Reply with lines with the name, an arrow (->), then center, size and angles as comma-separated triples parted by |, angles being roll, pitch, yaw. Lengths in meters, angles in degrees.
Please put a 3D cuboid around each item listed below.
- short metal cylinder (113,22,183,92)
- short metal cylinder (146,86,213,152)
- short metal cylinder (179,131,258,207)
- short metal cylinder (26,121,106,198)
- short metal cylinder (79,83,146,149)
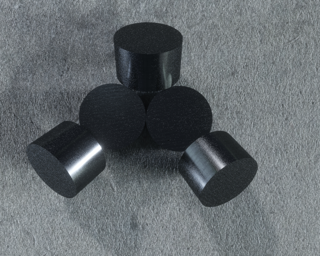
short metal cylinder -> -0.014, -0.088, 0.377 | 0.081, 0.080, 0.050 | 2, 133, 0
short metal cylinder -> 0.023, -0.011, 0.398 | 0.081, 0.050, 0.080 | 0, 90, 0
short metal cylinder -> 0.070, 0.050, 0.378 | 0.080, 0.080, 0.050 | -37, 49, 0
short metal cylinder -> -0.113, 0.038, 0.376 | 0.080, 0.080, 0.050 | 46, 50, 0
short metal cylinder -> -0.057, -0.014, 0.398 | 0.081, 0.050, 0.080 | 0, 90, 0
